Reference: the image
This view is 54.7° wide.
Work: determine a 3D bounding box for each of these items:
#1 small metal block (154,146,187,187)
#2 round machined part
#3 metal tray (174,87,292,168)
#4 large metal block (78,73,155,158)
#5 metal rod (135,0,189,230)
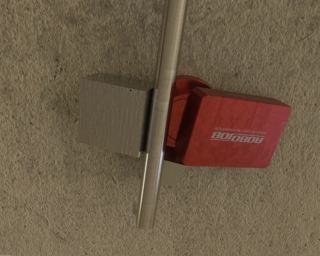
[{"bbox_3d":[0.006,0.050,0.419,0.050,0.025,0.050,15,135,-5],"label":"small metal block"},{"bbox_3d":[0.031,-0.015,0.396,0.099,0.042,0.097,0,110,0],"label":"round machined part"},{"bbox_3d":[0.091,0.003,0.387,0.131,0.030,0.089,5,112,-24],"label":"metal tray"},{"bbox_3d":[-0.050,-0.018,0.379,0.080,0.050,0.079,13,111,14],"label":"large metal block"},{"bbox_3d":[0.000,-0.015,0.361,0.025,0.025,0.298,7,108,-3],"label":"metal rod"}]
